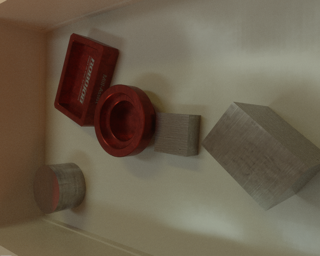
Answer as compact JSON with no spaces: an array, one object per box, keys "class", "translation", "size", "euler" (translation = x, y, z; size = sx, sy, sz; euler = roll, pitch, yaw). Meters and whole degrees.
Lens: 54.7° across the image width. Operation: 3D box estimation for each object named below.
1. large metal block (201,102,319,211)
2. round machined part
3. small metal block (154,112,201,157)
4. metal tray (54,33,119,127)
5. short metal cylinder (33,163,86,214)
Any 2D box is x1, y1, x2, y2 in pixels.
[{"class":"large metal block","translation":[0.099,0.022,0.288],"size":[0.080,0.081,0.050],"euler":[48,118,29]},{"class":"round machined part","translation":[-0.044,-0.010,0.430],"size":[0.098,0.042,0.097],"euler":[0,90,39]},{"class":"small metal block","translation":[0.021,0.007,0.388],"size":[0.050,0.025,0.050],"euler":[6,94,39]},{"class":"metal tray","translation":[-0.122,-0.077,0.501],"size":[0.090,0.030,0.129],"euler":[30,108,35]},{"class":"short metal cylinder","translation":[-0.173,0.101,0.530],"size":[0.080,0.050,0.079],"euler":[0,90,39]}]
